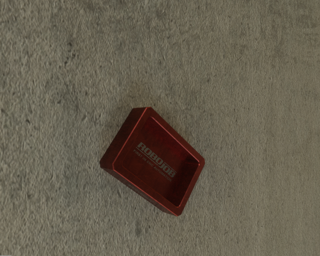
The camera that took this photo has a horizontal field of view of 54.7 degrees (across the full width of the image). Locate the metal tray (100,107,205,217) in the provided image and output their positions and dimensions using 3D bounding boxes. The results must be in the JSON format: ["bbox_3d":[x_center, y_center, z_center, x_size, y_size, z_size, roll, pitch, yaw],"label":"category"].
[{"bbox_3d":[-0.003,0.045,0.402,0.130,0.030,0.090,43,64,-32],"label":"metal tray"}]
